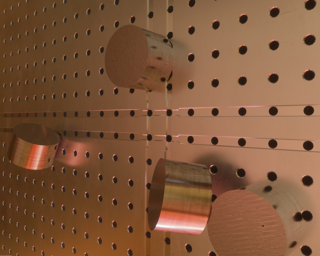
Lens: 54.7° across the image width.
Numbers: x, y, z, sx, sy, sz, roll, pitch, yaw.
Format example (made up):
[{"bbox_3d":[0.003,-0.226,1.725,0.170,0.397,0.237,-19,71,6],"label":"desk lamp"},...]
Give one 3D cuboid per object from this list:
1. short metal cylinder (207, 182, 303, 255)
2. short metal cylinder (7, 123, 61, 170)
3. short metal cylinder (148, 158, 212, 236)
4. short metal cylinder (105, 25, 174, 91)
[{"bbox_3d":[0.096,0.099,0.314,0.080,0.050,0.079,0,90,40],"label":"short metal cylinder"},{"bbox_3d":[-0.228,0.032,0.562,0.080,0.081,0.050,36,113,34],"label":"short metal cylinder"},{"bbox_3d":[0.020,0.077,0.351,0.080,0.050,0.080,-169,89,-80],"label":"short metal cylinder"},{"bbox_3d":[-0.028,-0.092,0.417,0.080,0.050,0.079,0,90,40],"label":"short metal cylinder"}]
